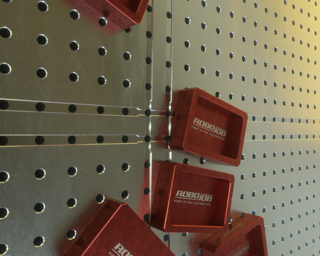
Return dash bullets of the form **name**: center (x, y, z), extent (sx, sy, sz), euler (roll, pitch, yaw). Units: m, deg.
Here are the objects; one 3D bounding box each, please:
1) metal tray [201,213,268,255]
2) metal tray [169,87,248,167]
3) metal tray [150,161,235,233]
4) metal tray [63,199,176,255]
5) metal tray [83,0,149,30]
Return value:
- **metal tray**: center (0.127, 0.209, 0.510), extent (0.131, 0.030, 0.090), euler (-16, 100, -39)
- **metal tray**: center (0.078, 0.002, 0.469), extent (0.131, 0.030, 0.090), euler (20, 78, -38)
- **metal tray**: center (0.052, 0.102, 0.448), extent (0.131, 0.030, 0.090), euler (17, 80, -39)
- **metal tray**: center (-0.041, 0.160, 0.371), extent (0.090, 0.030, 0.130), euler (-51, 120, -28)
- **metal tray**: center (-0.045, -0.197, 0.366), extent (0.090, 0.030, 0.130), euler (29, 72, -36)
